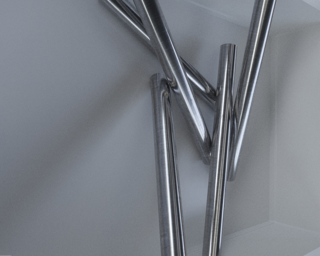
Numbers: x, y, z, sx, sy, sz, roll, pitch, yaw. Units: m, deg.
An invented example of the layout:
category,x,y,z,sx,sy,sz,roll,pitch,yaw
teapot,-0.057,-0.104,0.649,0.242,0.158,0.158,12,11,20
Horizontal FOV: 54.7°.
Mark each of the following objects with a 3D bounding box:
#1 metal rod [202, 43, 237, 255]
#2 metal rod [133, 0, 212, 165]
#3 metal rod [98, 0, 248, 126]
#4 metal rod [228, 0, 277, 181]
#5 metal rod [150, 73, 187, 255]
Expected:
category,x,y,z,sx,sy,sz,roll,pitch,yaw
metal rod,0.086,0.025,0.438,0.025,0.025,0.299,14,78,-39
metal rod,0.022,-0.063,0.389,0.025,0.025,0.299,-48,130,-29
metal rod,0.038,-0.079,0.437,0.301,0.025,0.025,37,67,-34
metal rod,0.120,-0.052,0.430,0.025,0.025,0.298,-21,128,-38
metal rod,0.009,0.064,0.333,0.025,0.025,0.299,23,50,-38
